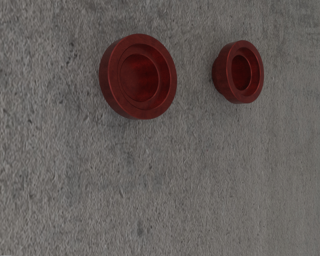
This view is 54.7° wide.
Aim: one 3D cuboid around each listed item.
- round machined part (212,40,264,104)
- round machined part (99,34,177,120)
[{"bbox_3d":[0.120,-0.087,0.494,0.099,0.042,0.097,0,90,-40],"label":"round machined part"},{"bbox_3d":[-0.029,-0.058,0.369,0.099,0.042,0.097,0,90,-40],"label":"round machined part"}]
